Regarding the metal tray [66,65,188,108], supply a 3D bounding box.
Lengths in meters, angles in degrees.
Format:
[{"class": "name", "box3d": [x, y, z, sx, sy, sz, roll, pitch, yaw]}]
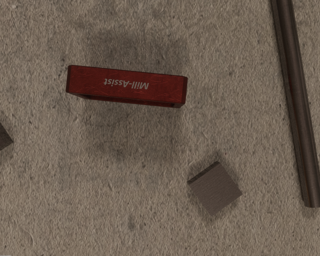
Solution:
[{"class": "metal tray", "box3d": [-0.036, -0.047, 0.377, 0.131, 0.090, 0.030, 6, 90, -1]}]

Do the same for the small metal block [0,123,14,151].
[{"class": "small metal block", "box3d": [-0.233, 0.012, 0.407, 0.050, 0.025, 0.050, -34, 90, -1]}]

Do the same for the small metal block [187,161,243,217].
[{"class": "small metal block", "box3d": [0.072, 0.080, 0.411, 0.050, 0.025, 0.050, -36, 90, 0]}]

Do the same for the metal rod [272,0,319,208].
[{"class": "metal rod", "box3d": [0.182, -0.045, 0.412, 0.025, 0.025, 0.298, -9, 90, 0]}]
